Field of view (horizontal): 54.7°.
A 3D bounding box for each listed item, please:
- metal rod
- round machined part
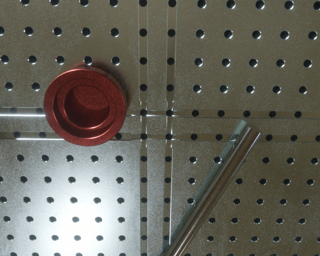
[{"bbox_3d":[0.060,0.126,0.460,0.025,0.025,0.298,25,108,-9],"label":"metal rod"},{"bbox_3d":[-0.091,-0.029,0.393,0.099,0.042,0.097,0,110,0],"label":"round machined part"}]
